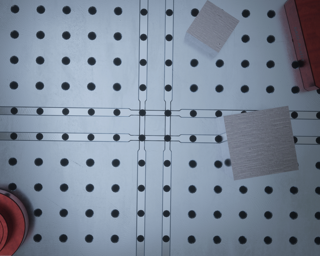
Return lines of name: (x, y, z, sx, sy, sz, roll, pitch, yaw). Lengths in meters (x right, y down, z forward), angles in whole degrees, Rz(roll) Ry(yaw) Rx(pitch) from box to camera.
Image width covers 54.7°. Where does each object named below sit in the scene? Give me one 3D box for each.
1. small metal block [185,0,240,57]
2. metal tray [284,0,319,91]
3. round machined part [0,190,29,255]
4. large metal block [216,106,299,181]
small metal block: (0.069, -0.132, 0.414, 0.050, 0.025, 0.050, 33, 90, -1)
metal tray: (0.230, -0.123, 0.414, 0.091, 0.030, 0.129, -14, 90, -1)
round machined part: (-0.224, 0.129, 0.393, 0.099, 0.042, 0.097, 1, 86, -12)
large metal block: (0.123, 0.018, 0.403, 0.081, 0.050, 0.080, -9, 90, -1)
